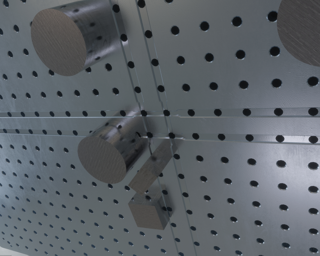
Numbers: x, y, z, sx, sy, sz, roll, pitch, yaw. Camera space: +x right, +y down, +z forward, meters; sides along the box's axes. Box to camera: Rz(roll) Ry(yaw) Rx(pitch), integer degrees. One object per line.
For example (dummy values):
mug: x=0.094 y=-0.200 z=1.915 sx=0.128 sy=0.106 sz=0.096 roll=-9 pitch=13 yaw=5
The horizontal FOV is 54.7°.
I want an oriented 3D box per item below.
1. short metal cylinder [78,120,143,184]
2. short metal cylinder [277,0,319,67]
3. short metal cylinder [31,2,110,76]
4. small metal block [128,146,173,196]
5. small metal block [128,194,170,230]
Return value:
short metal cylinder: x=-0.072 y=0.035 z=0.454 sx=0.080 sy=0.050 sz=0.079 roll=13 pitch=124 yaw=21
short metal cylinder: x=0.144 y=-0.097 z=0.259 sx=0.080 sy=0.050 sz=0.079 roll=13 pitch=124 yaw=21
short metal cylinder: x=-0.110 y=-0.111 z=0.385 sx=0.080 sy=0.050 sz=0.079 roll=13 pitch=124 yaw=21
small metal block: x=-0.014 y=0.061 z=0.440 sx=0.025 sy=0.050 sz=0.050 roll=38 pitch=129 yaw=3
small metal block: x=-0.018 y=0.136 z=0.505 sx=0.050 sy=0.025 sz=0.050 roll=-4 pitch=117 yaw=30
